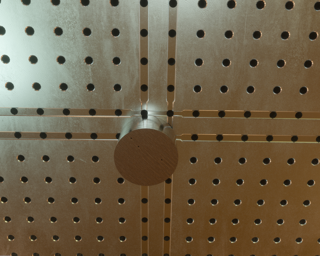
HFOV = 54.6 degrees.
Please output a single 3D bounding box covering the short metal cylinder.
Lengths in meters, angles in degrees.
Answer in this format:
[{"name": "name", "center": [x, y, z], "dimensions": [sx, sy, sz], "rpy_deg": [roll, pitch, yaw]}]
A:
[{"name": "short metal cylinder", "center": [-0.017, 0.029, 0.411], "dimensions": [0.080, 0.050, 0.079], "rpy_deg": [0, 110, 0]}]
